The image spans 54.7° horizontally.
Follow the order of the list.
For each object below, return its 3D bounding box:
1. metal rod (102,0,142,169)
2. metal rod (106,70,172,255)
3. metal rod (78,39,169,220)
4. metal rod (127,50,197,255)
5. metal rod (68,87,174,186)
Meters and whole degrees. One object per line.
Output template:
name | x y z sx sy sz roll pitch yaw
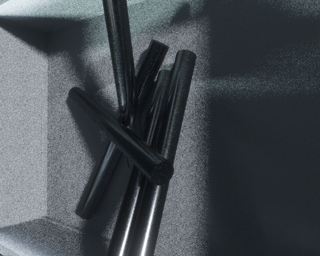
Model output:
metal rod | -0.043 -0.075 0.359 0.025 0.025 0.298 23 131 37
metal rod | -0.025 0.066 0.344 0.025 0.025 0.299 -5 60 40
metal rod | -0.061 0.015 0.456 0.025 0.025 0.298 39 114 33
metal rod | 0.000 0.047 0.330 0.025 0.025 0.299 -5 63 40
metal rod | -0.071 -0.008 0.406 0.300 0.025 0.025 34 113 54
